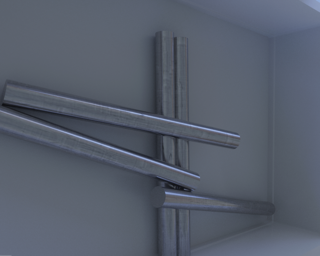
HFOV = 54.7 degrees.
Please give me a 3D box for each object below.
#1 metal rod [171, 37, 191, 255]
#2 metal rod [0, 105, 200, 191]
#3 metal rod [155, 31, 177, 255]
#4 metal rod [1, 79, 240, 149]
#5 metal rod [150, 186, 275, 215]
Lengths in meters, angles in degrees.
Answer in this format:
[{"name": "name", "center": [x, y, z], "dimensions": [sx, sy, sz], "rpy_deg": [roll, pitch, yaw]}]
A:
[{"name": "metal rod", "center": [0.028, 0.027, 0.428], "dimensions": [0.025, 0.025, 0.298], "rpy_deg": [-1, 91, -40]}, {"name": "metal rod", "center": [-0.073, 0.022, 0.328], "dimensions": [0.302, 0.025, 0.025], "rpy_deg": [23, 76, -32]}, {"name": "metal rod", "center": [0.008, 0.024, 0.412], "dimensions": [0.025, 0.025, 0.298], "rpy_deg": [-2, 91, -40]}, {"name": "metal rod", "center": [-0.018, -0.007, 0.366], "dimensions": [0.302, 0.025, 0.025], "rpy_deg": [12, 83, -32]}, {"name": "metal rod", "center": [0.100, 0.115, 0.469], "dimensions": [0.302, 0.025, 0.025], "rpy_deg": [19, 78, -44]}]
